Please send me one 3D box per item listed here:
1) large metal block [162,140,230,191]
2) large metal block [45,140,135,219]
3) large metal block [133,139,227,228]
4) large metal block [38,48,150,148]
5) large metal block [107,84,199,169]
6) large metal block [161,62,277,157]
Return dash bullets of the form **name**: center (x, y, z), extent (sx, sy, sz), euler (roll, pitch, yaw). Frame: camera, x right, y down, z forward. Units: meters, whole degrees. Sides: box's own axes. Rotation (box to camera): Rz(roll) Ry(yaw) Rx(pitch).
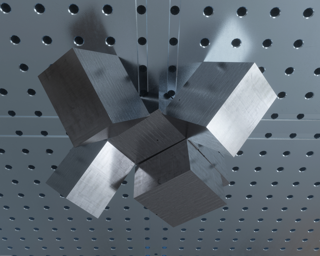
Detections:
- **large metal block**: center (0.041, 0.055, 0.441), extent (0.080, 0.050, 0.080), euler (-30, 123, 22)
- **large metal block**: center (-0.092, 0.060, 0.405), extent (0.050, 0.080, 0.080), euler (45, 159, -30)
- **large metal block**: center (0.025, 0.072, 0.389), extent (0.080, 0.050, 0.080), euler (-31, 125, 22)
- **large metal block**: center (-0.065, -0.032, 0.327), extent (0.050, 0.080, 0.080), euler (-31, 85, 23)
- **large metal block**: center (-0.008, 0.005, 0.399), extent (0.080, 0.050, 0.080), euler (-31, 124, 23)
- **large metal block**: center (0.062, -0.024, 0.335), extent (0.050, 0.080, 0.080), euler (45, 77, -30)
